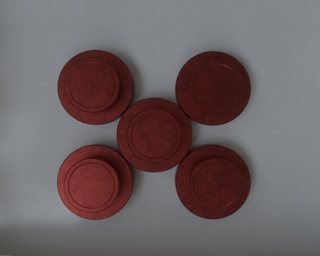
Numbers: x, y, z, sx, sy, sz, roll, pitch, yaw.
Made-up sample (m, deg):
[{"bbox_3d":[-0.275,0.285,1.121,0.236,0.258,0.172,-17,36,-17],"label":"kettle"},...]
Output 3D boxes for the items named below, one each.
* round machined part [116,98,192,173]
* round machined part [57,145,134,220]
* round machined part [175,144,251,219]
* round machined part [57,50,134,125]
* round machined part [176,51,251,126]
[{"bbox_3d":[-0.007,0.009,0.401,0.099,0.042,0.097,0,90,-1],"label":"round machined part"},{"bbox_3d":[-0.084,0.071,0.401,0.099,0.042,0.097,0,90,-1],"label":"round machined part"},{"bbox_3d":[0.070,0.071,0.403,0.099,0.042,0.097,0,90,-1],"label":"round machined part"},{"bbox_3d":[-0.084,-0.053,0.400,0.099,0.042,0.097,0,90,-1],"label":"round machined part"},{"bbox_3d":[0.070,-0.052,0.403,0.099,0.042,0.097,0,90,-1],"label":"round machined part"}]
